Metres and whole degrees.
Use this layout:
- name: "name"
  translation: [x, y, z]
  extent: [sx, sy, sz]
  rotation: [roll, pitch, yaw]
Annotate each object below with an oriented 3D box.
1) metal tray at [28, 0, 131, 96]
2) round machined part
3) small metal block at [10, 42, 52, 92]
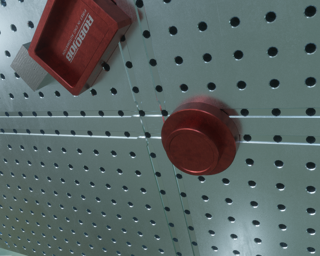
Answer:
- name: "metal tray"
  translation: [-0.106, -0.114, 0.391]
  extent: [0.090, 0.030, 0.129]
  rotation: [43, 129, -2]
- name: "round machined part"
  translation: [0.046, 0.021, 0.388]
  extent: [0.098, 0.042, 0.097]
  rotation: [13, 124, 20]
- name: "small metal block"
  translation: [-0.181, -0.089, 0.449]
  extent: [0.050, 0.025, 0.050]
  rotation: [48, 129, -7]
